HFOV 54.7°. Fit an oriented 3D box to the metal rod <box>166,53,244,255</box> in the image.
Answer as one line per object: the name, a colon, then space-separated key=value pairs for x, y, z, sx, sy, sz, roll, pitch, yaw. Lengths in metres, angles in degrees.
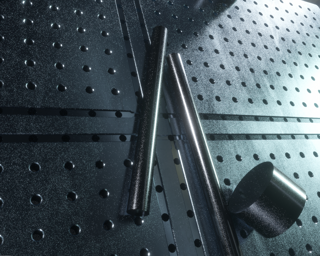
metal rod: x=0.053 y=0.022 z=0.422 sx=0.025 sy=0.025 sz=0.299 roll=0 pitch=62 yaw=-28

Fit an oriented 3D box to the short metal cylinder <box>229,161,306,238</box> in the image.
short metal cylinder: x=0.133 y=0.089 z=0.390 sx=0.050 sy=0.080 sz=0.080 roll=39 pitch=51 yaw=-3

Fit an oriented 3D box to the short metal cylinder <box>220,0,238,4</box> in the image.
short metal cylinder: x=0.147 y=-0.315 z=0.663 sx=0.081 sy=0.050 sz=0.080 roll=14 pitch=56 yaw=-21

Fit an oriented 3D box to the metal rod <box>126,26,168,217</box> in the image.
metal rod: x=-0.012 y=-0.032 z=0.420 sx=0.025 sy=0.025 sz=0.300 roll=18 pitch=55 yaw=-18
